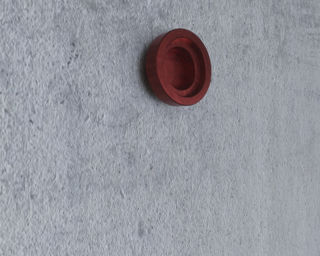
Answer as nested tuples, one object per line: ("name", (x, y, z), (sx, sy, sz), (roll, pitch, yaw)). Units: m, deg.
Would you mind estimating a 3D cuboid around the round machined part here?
("round machined part", (0.020, -0.077, 0.409), (0.099, 0.042, 0.097), (0, 90, -40))
